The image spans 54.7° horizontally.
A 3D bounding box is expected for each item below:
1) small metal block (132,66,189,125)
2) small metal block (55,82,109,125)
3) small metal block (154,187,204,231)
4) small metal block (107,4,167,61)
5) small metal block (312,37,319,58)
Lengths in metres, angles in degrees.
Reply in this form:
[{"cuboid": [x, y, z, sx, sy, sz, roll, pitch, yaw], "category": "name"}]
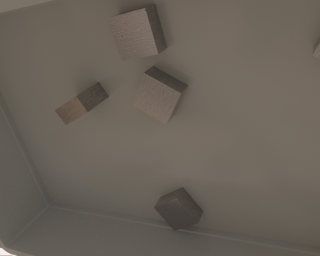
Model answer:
[{"cuboid": [0.000, -0.040, 0.383, 0.050, 0.025, 0.050, 30, 128, 8], "category": "small metal block"}, {"cuboid": [-0.107, -0.034, 0.426, 0.050, 0.050, 0.025, -24, 106, 36], "category": "small metal block"}, {"cuboid": [0.028, 0.123, 0.469, 0.050, 0.025, 0.050, -33, 100, 38], "category": "small metal block"}, {"cuboid": [-0.025, -0.108, 0.354, 0.050, 0.025, 0.050, -3, 117, 29], "category": "small metal block"}, {"cuboid": [0.171, -0.079, 0.270, 0.050, 0.025, 0.050, 27, 128, 11], "category": "small metal block"}]
